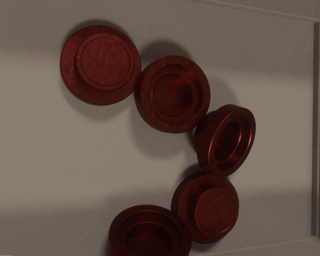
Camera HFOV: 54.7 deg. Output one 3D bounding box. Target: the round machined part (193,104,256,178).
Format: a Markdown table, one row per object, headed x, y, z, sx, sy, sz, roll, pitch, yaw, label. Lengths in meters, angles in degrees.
| x | y | z | sx | sy | sz | roll | pitch | yaw | label |
| --- | --- | --- | --- | --- | --- | --- | --- | --- | --- |
| 0.083 | 0.014 | 0.419 | 0.099 | 0.042 | 0.097 | -20 | 121 | -36 | round machined part |

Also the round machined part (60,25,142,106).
| x | y | z | sx | sy | sz | roll | pitch | yaw | label |
| --- | --- | --- | --- | --- | --- | --- | --- | --- | --- |
| -0.069 | -0.077 | 0.376 | 0.099 | 0.042 | 0.097 | 0 | 90 | -20 | round machined part |

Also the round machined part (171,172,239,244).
| x | y | z | sx | sy | sz | roll | pitch | yaw | label |
| --- | --- | --- | --- | --- | --- | --- | --- | --- | --- |
| 0.069 | 0.112 | 0.428 | 0.099 | 0.042 | 0.097 | 0 | 90 | -21 | round machined part |

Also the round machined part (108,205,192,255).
| x | y | z | sx | sy | sz | roll | pitch | yaw | label |
| --- | --- | --- | --- | --- | --- | --- | --- | --- | --- |
| -0.014 | 0.143 | 0.376 | 0.099 | 0.098 | 0.042 | -2 | 122 | -20 | round machined part |

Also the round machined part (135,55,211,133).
| x | y | z | sx | sy | sz | roll | pitch | yaw | label |
| --- | --- | --- | --- | --- | --- | --- | --- | --- | --- |
| 0.013 | -0.042 | 0.405 | 0.099 | 0.042 | 0.097 | -1 | 92 | -23 | round machined part |
